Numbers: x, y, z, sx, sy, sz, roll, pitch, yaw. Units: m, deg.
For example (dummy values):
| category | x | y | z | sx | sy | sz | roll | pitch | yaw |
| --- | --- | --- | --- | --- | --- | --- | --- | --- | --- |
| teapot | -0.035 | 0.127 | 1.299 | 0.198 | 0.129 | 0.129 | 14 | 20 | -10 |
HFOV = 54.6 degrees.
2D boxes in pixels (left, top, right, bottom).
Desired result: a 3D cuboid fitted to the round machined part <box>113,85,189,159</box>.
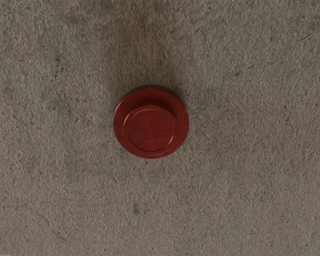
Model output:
| category | x | y | z | sx | sy | sz | roll | pitch | yaw |
| --- | --- | --- | --- | --- | --- | --- | --- | --- | --- |
| round machined part | -0.011 | -0.003 | 0.399 | 0.099 | 0.042 | 0.097 | 0 | 110 | 0 |
